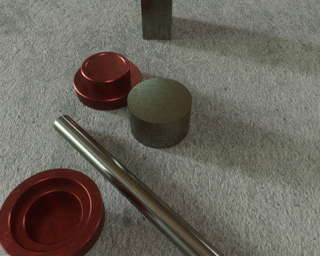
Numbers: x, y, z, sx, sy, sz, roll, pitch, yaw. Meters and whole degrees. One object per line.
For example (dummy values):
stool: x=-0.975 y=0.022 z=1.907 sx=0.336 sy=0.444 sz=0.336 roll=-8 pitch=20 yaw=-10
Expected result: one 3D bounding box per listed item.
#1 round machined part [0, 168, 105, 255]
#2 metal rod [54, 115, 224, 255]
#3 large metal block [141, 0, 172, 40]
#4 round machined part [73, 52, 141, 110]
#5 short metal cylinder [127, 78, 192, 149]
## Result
round machined part: x=-0.105 y=0.093 z=0.313 sx=0.099 sy=0.042 sz=0.098 roll=0 pitch=50 yaw=0
metal rod: x=-0.022 y=0.074 z=0.340 sx=0.300 sy=0.025 sz=0.025 roll=37 pitch=59 yaw=27
large metal block: x=-0.004 y=-0.213 z=0.546 sx=0.050 sy=0.080 sz=0.080 roll=2 pitch=50 yaw=2
round machined part: x=-0.077 y=-0.075 z=0.455 sx=0.099 sy=0.042 sz=0.098 roll=0 pitch=50 yaw=0
short metal cylinder: x=0.000 y=-0.020 z=0.404 sx=0.081 sy=0.050 sz=0.080 roll=0 pitch=50 yaw=0
